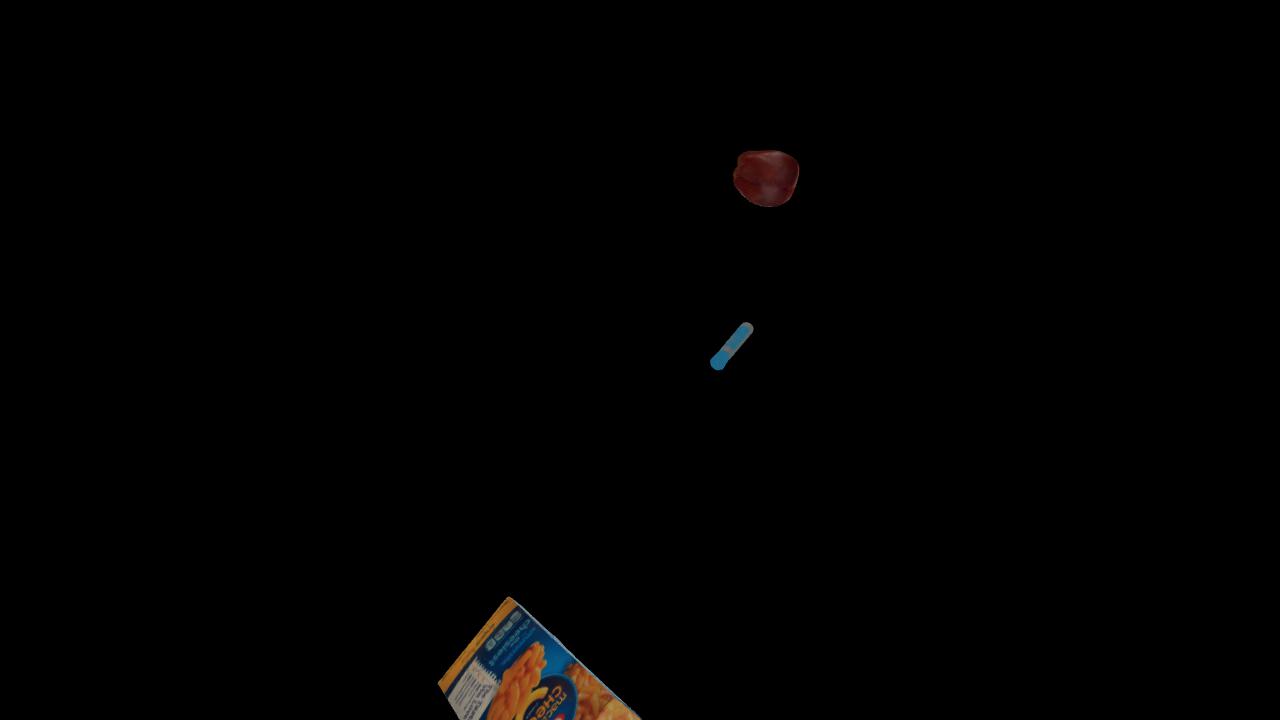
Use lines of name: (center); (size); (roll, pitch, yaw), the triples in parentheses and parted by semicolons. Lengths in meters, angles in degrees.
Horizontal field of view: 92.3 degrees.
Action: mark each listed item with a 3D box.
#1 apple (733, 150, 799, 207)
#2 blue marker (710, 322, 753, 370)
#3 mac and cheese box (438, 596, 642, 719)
apple: (0.181, -0.260, 0.877); (0.093, 0.079, 0.079); (12, -1, -5)
blue marker: (0.118, -0.018, 0.786); (0.020, 0.020, 0.121); (0, 24, 30)
mac and cheese box: (-0.086, 0.263, 0.475); (0.093, 0.041, 0.184); (-48, 27, -23)
